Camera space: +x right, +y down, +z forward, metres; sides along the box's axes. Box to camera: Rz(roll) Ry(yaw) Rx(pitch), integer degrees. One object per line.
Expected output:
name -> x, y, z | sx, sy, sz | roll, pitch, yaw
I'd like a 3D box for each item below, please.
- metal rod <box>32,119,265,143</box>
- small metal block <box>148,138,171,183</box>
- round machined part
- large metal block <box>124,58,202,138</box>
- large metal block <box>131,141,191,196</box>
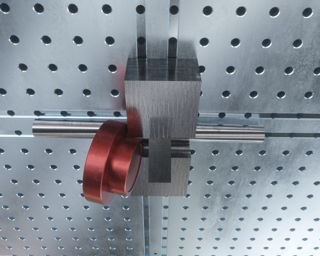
metal rod -> -0.013, 0.004, 0.415 | 0.302, 0.025, 0.025 | 1, 130, -2
small metal block -> 0.000, 0.037, 0.369 | 0.025, 0.050, 0.050 | 1, 86, -1
round machined part -> -0.049, 0.042, 0.361 | 0.042, 0.098, 0.097 | 13, 131, 8
large metal block -> 0.003, -0.035, 0.366 | 0.081, 0.050, 0.079 | 0, 130, -1
large metal block -> -0.001, 0.052, 0.440 | 0.081, 0.050, 0.079 | 1, 130, -1
